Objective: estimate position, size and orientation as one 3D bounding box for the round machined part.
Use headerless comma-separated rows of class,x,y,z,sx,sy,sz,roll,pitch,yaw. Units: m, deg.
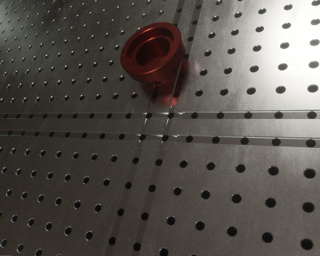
round machined part,-0.007,-0.108,0.466,0.098,0.042,0.098,-13,56,20
